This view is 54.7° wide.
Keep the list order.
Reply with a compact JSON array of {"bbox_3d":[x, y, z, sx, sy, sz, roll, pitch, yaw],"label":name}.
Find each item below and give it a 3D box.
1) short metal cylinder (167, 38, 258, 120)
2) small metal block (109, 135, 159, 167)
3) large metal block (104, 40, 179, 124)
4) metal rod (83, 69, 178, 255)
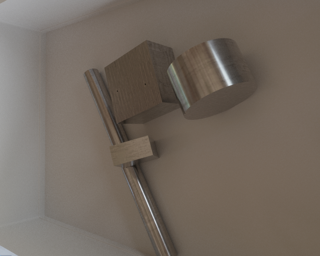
[{"bbox_3d":[0.054,-0.049,0.325,0.080,0.081,0.050,-32,70,35],"label":"short metal cylinder"},{"bbox_3d":[-0.032,0.032,0.402,0.050,0.050,0.025,-16,78,5],"label":"small metal block"},{"bbox_3d":[-0.020,-0.056,0.405,0.080,0.050,0.080,-22,76,37],"label":"large metal block"},{"bbox_3d":[-0.049,0.040,0.445,0.025,0.025,0.299,-38,67,33],"label":"metal rod"}]
